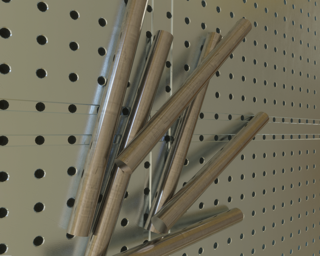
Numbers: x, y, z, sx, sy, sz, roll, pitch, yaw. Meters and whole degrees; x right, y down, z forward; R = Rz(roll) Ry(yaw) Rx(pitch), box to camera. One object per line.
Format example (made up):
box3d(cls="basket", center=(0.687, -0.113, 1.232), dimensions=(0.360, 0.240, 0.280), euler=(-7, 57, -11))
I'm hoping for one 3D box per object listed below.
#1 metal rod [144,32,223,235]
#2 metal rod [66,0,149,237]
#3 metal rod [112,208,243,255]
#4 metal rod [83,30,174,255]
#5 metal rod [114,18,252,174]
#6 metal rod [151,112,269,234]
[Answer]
box3d(cls="metal rod", center=(0.038, -0.003, 0.439), dimensions=(0.025, 0.025, 0.299), euler=(30, 71, -36))
box3d(cls="metal rod", center=(-0.056, -0.030, 0.361), dimensions=(0.025, 0.025, 0.299), euler=(21, 77, -38))
box3d(cls="metal rod", center=(0.022, 0.148, 0.407), dimensions=(0.302, 0.025, 0.025), euler=(-2, 92, -46))
box3d(cls="metal rod", center=(-0.035, 0.017, 0.378), dimensions=(0.025, 0.025, 0.299), euler=(27, 73, -37))
box3d(cls="metal rod", center=(0.046, -0.059, 0.411), dimensions=(0.301, 0.025, 0.025), euler=(-50, 119, -28))
box3d(cls="metal rod", center=(0.093, 0.049, 0.466), dimensions=(0.302, 0.025, 0.025), euler=(-36, 112, -40))
